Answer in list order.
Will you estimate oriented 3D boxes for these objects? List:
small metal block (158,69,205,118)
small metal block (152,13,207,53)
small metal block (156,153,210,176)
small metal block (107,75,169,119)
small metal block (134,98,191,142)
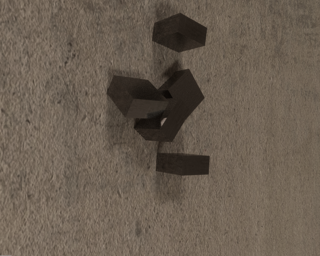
[{"bbox_3d":[0.029,-0.046,0.431,0.050,0.025,0.050,-48,119,-30],"label":"small metal block"},{"bbox_3d":[0.026,-0.125,0.412,0.050,0.050,0.025,12,82,-40],"label":"small metal block"},{"bbox_3d":[0.030,0.048,0.416,0.050,0.050,0.025,5,87,-40],"label":"small metal block"},{"bbox_3d":[-0.026,-0.036,0.365,0.050,0.050,0.025,1,127,-40],"label":"small metal block"},{"bbox_3d":[0.003,-0.010,0.393,0.025,0.050,0.050,48,62,-31],"label":"small metal block"}]
